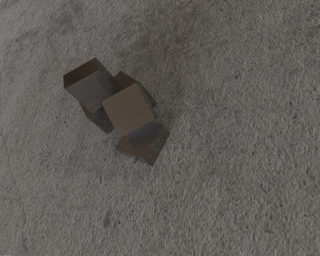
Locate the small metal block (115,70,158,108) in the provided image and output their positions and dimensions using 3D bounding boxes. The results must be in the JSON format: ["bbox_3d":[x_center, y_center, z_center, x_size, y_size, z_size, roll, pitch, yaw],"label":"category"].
[{"bbox_3d":[-0.037,-0.048,0.437,0.025,0.050,0.050,-49,52,-6],"label":"small metal block"}]

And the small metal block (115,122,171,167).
[{"bbox_3d":[-0.022,0.017,0.405,0.050,0.025,0.050,17,71,34],"label":"small metal block"}]

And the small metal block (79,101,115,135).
[{"bbox_3d":[-0.089,-0.025,0.450,0.025,0.050,0.050,-38,51,2],"label":"small metal block"}]

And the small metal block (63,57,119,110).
[{"bbox_3d":[-0.089,-0.057,0.405,0.050,0.050,0.025,-26,53,12],"label":"small metal block"}]

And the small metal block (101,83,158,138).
[{"bbox_3d":[-0.037,-0.022,0.389,0.050,0.025,0.050,-28,90,10],"label":"small metal block"}]
